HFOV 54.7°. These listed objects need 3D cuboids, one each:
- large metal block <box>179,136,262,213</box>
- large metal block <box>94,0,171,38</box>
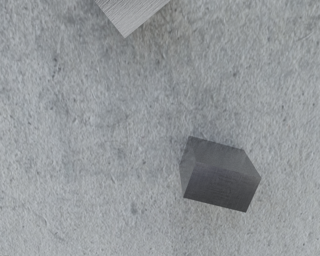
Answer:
[{"bbox_3d":[0.073,0.057,0.403,0.081,0.080,0.050,15,109,-6],"label":"large metal block"},{"bbox_3d":[-0.031,-0.158,0.338,0.080,0.050,0.080,-37,107,12],"label":"large metal block"}]
